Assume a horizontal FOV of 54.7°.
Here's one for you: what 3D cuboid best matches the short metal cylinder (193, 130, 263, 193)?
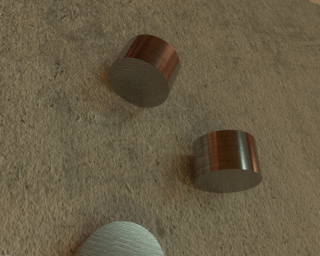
[{"bbox_3d":[0.082,0.044,0.386,0.081,0.080,0.050,13,56,-21],"label":"short metal cylinder"}]

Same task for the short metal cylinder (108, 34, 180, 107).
[{"bbox_3d":[-0.019,-0.073,0.402,0.080,0.080,0.050,30,52,-9],"label":"short metal cylinder"}]

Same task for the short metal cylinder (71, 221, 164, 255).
[{"bbox_3d":[-0.041,0.132,0.285,0.081,0.050,0.080,14,56,-21],"label":"short metal cylinder"}]
